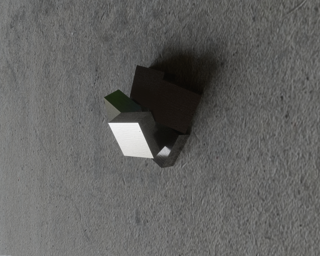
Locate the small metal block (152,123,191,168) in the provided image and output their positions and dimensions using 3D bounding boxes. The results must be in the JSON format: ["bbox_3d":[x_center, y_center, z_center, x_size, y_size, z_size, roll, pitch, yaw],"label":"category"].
[{"bbox_3d":[0.004,0.016,0.402,0.050,0.025,0.050,40,114,32],"label":"small metal block"}]

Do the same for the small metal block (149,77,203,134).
[{"bbox_3d":[0.018,-0.028,0.375,0.050,0.025,0.050,23,107,2],"label":"small metal block"}]

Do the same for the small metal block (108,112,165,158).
[{"bbox_3d":[-0.028,0.008,0.381,0.050,0.025,0.050,0,123,39],"label":"small metal block"}]

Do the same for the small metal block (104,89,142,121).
[{"bbox_3d":[-0.050,-0.017,0.430,0.050,0.025,0.050,40,150,31],"label":"small metal block"}]

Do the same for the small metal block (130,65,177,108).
[{"bbox_3d":[-0.010,-0.053,0.414,0.050,0.025,0.050,22,104,37],"label":"small metal block"}]
